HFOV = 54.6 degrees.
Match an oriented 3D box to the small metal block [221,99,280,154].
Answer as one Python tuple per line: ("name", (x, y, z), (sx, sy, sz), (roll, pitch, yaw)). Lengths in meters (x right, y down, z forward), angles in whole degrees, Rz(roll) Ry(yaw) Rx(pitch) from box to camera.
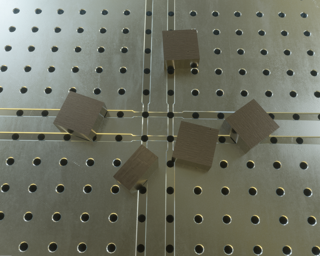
("small metal block", (0.120, -0.002, 0.413), (0.050, 0.025, 0.050), (-34, 74, -12))

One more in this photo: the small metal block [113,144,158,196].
("small metal block", (-0.028, 0.053, 0.379), (0.025, 0.050, 0.050), (38, 74, 13))

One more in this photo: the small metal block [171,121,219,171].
("small metal block", (0.046, 0.023, 0.404), (0.050, 0.025, 0.050), (14, 71, 5))

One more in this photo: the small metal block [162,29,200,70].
("small metal block", (0.030, -0.115, 0.454), (0.050, 0.025, 0.050), (-3, 70, -1))

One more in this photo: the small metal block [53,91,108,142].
("small metal block", (-0.106, -0.016, 0.417), (0.050, 0.025, 0.050), (19, 71, 7))
